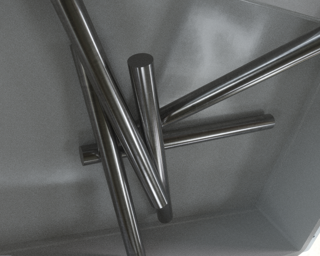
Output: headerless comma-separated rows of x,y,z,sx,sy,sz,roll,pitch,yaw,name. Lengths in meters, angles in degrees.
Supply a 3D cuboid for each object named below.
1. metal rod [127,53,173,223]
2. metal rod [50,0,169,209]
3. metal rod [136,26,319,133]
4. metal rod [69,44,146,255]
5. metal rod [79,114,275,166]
-0.005,0.040,0.400,0.025,0.025,0.298,-23,137,-15,metal rod
-0.046,-0.021,0.328,0.025,0.025,0.299,-28,123,-11,metal rod
0.094,-0.056,0.335,0.300,0.025,0.025,-26,135,26,metal rod
-0.055,0.048,0.373,0.025,0.025,0.298,-18,115,-18,metal rod
0.041,0.012,0.439,0.303,0.025,0.025,-9,123,-24,metal rod
